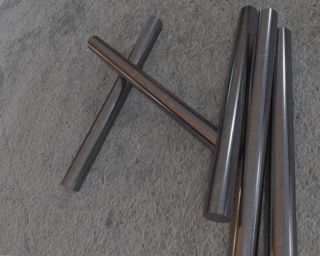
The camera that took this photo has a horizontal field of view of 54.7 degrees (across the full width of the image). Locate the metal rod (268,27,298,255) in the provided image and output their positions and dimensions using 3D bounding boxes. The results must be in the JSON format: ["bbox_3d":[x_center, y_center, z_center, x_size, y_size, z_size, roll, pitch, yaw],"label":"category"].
[{"bbox_3d":[0.129,0.012,0.328,0.025,0.025,0.300,-4,60,26],"label":"metal rod"}]

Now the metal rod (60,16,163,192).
[{"bbox_3d":[-0.065,-0.048,0.467,0.025,0.025,0.300,12,67,33],"label":"metal rod"}]

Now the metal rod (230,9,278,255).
[{"bbox_3d":[0.104,-0.003,0.334,0.025,0.025,0.299,1,67,28],"label":"metal rod"}]

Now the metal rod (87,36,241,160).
[{"bbox_3d":[-0.010,-0.052,0.419,0.025,0.025,0.300,-46,58,-4],"label":"metal rod"}]

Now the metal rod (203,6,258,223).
[{"bbox_3d":[0.088,-0.041,0.359,0.025,0.025,0.300,-2,53,27],"label":"metal rod"}]
